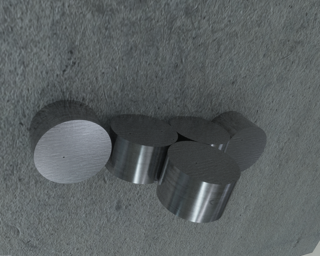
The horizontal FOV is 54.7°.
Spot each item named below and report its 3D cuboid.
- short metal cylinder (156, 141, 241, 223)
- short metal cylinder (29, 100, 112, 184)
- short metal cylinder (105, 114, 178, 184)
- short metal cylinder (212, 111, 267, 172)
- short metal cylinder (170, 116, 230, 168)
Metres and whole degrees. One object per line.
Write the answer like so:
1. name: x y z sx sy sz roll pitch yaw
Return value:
1. short metal cylinder: 0.041 0.056 0.340 0.081 0.080 0.050 0 119 -29
2. short metal cylinder: -0.101 0.015 0.346 0.081 0.050 0.079 -14 125 -21
3. short metal cylinder: -0.024 0.023 0.374 0.081 0.080 0.050 0 118 -29
4. short metal cylinder: 0.111 0.021 0.465 0.081 0.050 0.079 -14 125 -21
5. short metal cylinder: 0.047 0.023 0.413 0.081 0.080 0.050 0 118 -29
